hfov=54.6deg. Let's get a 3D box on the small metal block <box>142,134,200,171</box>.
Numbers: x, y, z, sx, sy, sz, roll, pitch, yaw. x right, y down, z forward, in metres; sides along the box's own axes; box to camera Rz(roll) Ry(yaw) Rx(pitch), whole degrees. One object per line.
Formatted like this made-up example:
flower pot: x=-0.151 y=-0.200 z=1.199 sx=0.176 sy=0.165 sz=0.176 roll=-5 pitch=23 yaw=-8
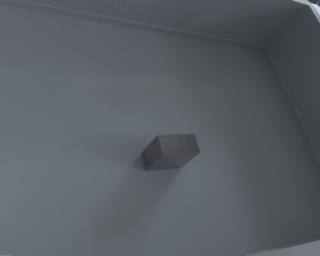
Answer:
small metal block: x=0.012 y=0.030 z=0.377 sx=0.050 sy=0.050 sz=0.025 roll=0 pitch=62 yaw=-28
